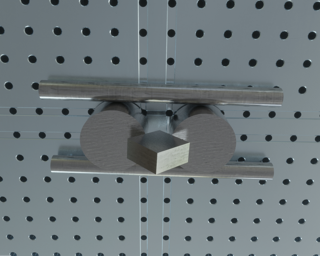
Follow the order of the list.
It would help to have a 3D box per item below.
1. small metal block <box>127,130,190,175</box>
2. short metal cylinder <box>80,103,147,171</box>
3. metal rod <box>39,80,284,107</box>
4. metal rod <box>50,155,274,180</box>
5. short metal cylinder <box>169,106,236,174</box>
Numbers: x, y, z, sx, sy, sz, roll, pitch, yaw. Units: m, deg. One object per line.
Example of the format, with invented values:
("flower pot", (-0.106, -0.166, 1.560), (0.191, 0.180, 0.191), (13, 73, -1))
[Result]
("small metal block", (-0.002, 0.026, 0.357), (0.050, 0.050, 0.025), (-14, 116, -42))
("short metal cylinder", (-0.057, 0.008, 0.399), (0.081, 0.050, 0.079), (0, 110, 0))
("metal rod", (0.002, -0.043, 0.394), (0.302, 0.025, 0.025), (2, 110, -1))
("metal rod", (0.004, 0.055, 0.430), (0.302, 0.025, 0.025), (2, 110, -1))
("short metal cylinder", (0.053, 0.012, 0.401), (0.081, 0.050, 0.079), (0, 110, 0))
